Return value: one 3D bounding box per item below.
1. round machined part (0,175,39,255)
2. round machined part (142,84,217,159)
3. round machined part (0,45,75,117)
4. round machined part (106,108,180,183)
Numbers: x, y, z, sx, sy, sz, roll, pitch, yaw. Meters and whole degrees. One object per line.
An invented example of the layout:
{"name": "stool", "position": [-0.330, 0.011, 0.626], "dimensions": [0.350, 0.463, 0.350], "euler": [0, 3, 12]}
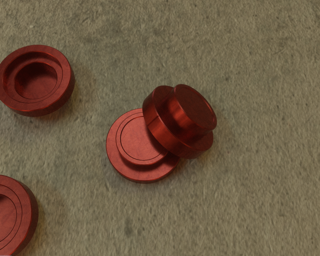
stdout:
{"name": "round machined part", "position": [-0.190, 0.106, 0.358], "dimensions": [0.099, 0.042, 0.098], "euler": [0, 70, -1]}
{"name": "round machined part", "position": [0.030, -0.015, 0.375], "dimensions": [0.098, 0.042, 0.098], "euler": [30, 36, -25]}
{"name": "round machined part", "position": [-0.164, -0.060, 0.419], "dimensions": [0.099, 0.042, 0.098], "euler": [0, 70, -1]}
{"name": "round machined part", "position": [-0.020, 0.019, 0.392], "dimensions": [0.099, 0.042, 0.098], "euler": [0, 70, -1]}
